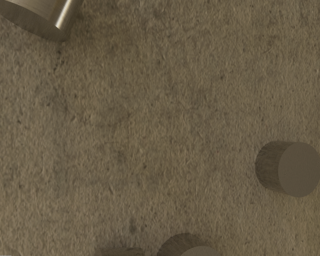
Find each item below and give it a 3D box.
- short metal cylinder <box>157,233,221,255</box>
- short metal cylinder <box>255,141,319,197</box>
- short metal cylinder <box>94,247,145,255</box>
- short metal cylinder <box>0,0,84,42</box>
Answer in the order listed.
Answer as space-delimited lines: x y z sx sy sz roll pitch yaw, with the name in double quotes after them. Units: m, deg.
0.040 0.188 0.412 0.081 0.050 0.079 0 90 -21 "short metal cylinder"
0.194 0.060 0.470 0.081 0.050 0.079 0 90 -21 "short metal cylinder"
-0.049 0.183 0.363 0.050 0.080 0.080 7 88 -20 "short metal cylinder"
-0.130 -0.135 0.332 0.080 0.080 0.050 23 82 -19 "short metal cylinder"
